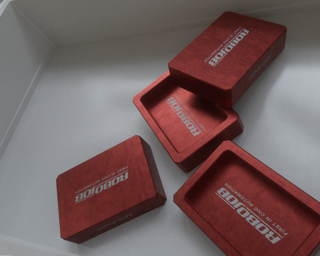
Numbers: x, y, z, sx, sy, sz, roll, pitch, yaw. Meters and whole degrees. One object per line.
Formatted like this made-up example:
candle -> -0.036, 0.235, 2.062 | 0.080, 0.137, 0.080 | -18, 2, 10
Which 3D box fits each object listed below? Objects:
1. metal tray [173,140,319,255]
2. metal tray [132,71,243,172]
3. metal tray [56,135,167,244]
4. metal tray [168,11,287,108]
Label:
metal tray -> 0.087, 0.082, 0.305 | 0.090, 0.030, 0.130 | -47, 52, -5
metal tray -> 0.031, -0.019, 0.396 | 0.090, 0.030, 0.130 | -37, 51, 2
metal tray -> -0.065, 0.076, 0.389 | 0.130, 0.030, 0.090 | -27, 52, 10
metal tray -> 0.085, -0.091, 0.388 | 0.090, 0.030, 0.130 | 30, 63, 31
